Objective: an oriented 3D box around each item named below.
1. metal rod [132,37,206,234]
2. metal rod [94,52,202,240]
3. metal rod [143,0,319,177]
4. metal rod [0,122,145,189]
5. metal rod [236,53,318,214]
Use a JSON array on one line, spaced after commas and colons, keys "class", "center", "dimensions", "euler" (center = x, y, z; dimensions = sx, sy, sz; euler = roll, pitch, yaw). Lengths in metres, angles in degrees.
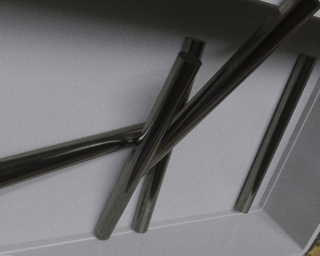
[{"class": "metal rod", "center": [0.006, 0.026, 0.427], "dimensions": [0.025, 0.025, 0.298], "euler": [1, 118, -29]}, {"class": "metal rod", "center": [-0.028, 0.044, 0.378], "dimensions": [0.025, 0.025, 0.298], "euler": [5, 129, -31]}, {"class": "metal rod", "center": [0.040, -0.020, 0.338], "dimensions": [0.025, 0.025, 0.298], "euler": [12, 138, -33]}, {"class": "metal rod", "center": [-0.105, 0.030, 0.293], "dimensions": [0.302, 0.025, 0.025], "euler": [-16, 129, -49]}, {"class": "metal rod", "center": [0.190, 0.023, 0.526], "dimensions": [0.025, 0.025, 0.298], "euler": [0, 119, -29]}]
